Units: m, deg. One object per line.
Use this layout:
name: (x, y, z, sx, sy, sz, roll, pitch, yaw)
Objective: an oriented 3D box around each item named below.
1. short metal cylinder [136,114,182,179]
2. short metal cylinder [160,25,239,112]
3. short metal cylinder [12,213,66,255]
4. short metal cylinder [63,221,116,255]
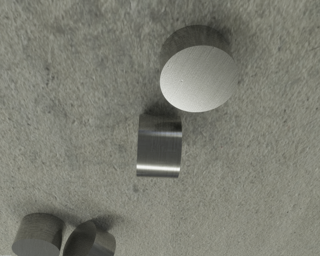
short metal cylinder: (-0.002, 0.023, 0.391, 0.050, 0.080, 0.079, 3, 130, -3)
short metal cylinder: (0.040, -0.064, 0.337, 0.081, 0.050, 0.079, 0, 130, 0)
short metal cylinder: (-0.215, 0.197, 0.555, 0.081, 0.050, 0.079, 0, 130, 0)
short metal cylinder: (-0.126, 0.215, 0.553, 0.080, 0.080, 0.050, -30, 124, 22)
